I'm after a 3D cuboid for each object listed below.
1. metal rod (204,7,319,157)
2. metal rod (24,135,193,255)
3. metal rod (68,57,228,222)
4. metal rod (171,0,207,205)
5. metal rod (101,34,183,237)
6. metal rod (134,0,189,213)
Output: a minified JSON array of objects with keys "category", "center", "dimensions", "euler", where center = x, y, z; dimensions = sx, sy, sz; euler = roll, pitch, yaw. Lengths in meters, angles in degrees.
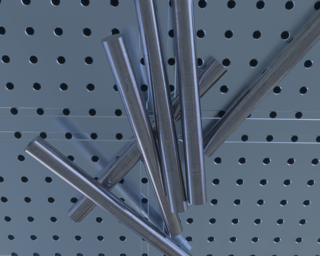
[{"category":"metal rod","center":[0.152,-0.079,0.385],"dimensions":[0.025,0.025,0.299],"euler":[36,106,-12]},{"category":"metal rod","center":[-0.056,0.114,0.432],"dimensions":[0.025,0.025,0.300],"euler":[-40,114,13]},{"category":"metal rod","center":[-0.025,0.025,0.422],"dimensions":[0.025,0.025,0.299],"euler":[40,105,-14]},{"category":"metal rod","center":[0.034,-0.052,0.369],"dimensions":[0.025,0.025,0.298],"euler":[-5,101,2]},{"category":"metal rod","center":[-0.013,0.030,0.397],"dimensions":[0.025,0.025,0.299],"euler":[-13,120,5]},{"category":"metal rod","center":[0.001,-0.038,0.377],"dimensions":[0.025,0.025,0.298],"euler":[-9,102,3]}]
